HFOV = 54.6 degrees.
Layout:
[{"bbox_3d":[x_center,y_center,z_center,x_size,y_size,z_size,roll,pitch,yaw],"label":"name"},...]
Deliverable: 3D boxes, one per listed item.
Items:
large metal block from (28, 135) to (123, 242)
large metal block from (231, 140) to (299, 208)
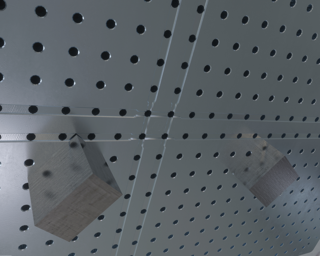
[{"bbox_3d":[-0.101,0.068,0.362,0.080,0.080,0.050,-42,129,0],"label":"large metal block"},{"bbox_3d":[0.185,0.081,0.545,0.080,0.050,0.080,-45,129,3],"label":"large metal block"}]
